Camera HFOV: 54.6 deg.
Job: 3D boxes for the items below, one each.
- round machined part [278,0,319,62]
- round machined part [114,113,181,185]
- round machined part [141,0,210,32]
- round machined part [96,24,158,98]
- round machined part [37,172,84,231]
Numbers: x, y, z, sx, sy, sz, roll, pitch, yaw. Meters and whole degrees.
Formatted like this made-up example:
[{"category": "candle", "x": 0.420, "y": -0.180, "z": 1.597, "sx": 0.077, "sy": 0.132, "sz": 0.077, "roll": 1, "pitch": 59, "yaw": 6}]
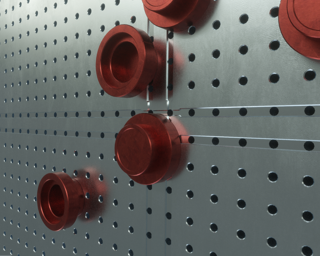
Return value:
[{"category": "round machined part", "x": 0.153, "y": -0.109, "z": 0.272, "sx": 0.098, "sy": 0.042, "sz": 0.097, "roll": 0, "pitch": 90, "yaw": 40}, {"category": "round machined part", "x": -0.024, "y": 0.028, "z": 0.419, "sx": 0.098, "sy": 0.042, "sz": 0.097, "roll": 0, "pitch": 90, "yaw": 40}, {"category": "round machined part", "x": 0.013, "y": -0.175, "z": 0.388, "sx": 0.098, "sy": 0.042, "sz": 0.097, "roll": 0, "pitch": 90, "yaw": 40}, {"category": "round machined part", "x": -0.042, "y": -0.091, "z": 0.435, "sx": 0.098, "sy": 0.042, "sz": 0.097, "roll": 0, "pitch": 90, "yaw": 40}, {"category": "round machined part", "x": -0.170, "y": 0.125, "z": 0.540, "sx": 0.098, "sy": 0.042, "sz": 0.097, "roll": 0, "pitch": 90, "yaw": 40}]
